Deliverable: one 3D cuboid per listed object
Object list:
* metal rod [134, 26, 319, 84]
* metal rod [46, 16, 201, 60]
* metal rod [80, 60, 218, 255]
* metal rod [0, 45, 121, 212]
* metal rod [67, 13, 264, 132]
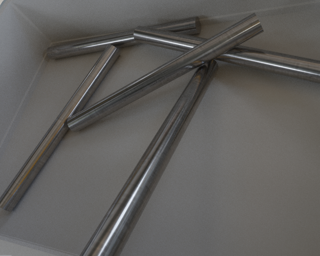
[{"bbox_3d":[0.086,-0.100,0.409,0.300,0.025,0.025,22,73,31],"label":"metal rod"},{"bbox_3d":[-0.077,-0.151,0.536,0.301,0.025,0.025,-2,61,26],"label":"metal rod"},{"bbox_3d":[0.010,0.007,0.319,0.025,0.025,0.301,1,38,28],"label":"metal rod"},{"bbox_3d":[-0.152,-0.009,0.488,0.025,0.025,0.300,21,72,35],"label":"metal rod"},{"bbox_3d":[-0.008,-0.065,0.422,0.300,0.025,0.025,-26,53,22],"label":"metal rod"}]
